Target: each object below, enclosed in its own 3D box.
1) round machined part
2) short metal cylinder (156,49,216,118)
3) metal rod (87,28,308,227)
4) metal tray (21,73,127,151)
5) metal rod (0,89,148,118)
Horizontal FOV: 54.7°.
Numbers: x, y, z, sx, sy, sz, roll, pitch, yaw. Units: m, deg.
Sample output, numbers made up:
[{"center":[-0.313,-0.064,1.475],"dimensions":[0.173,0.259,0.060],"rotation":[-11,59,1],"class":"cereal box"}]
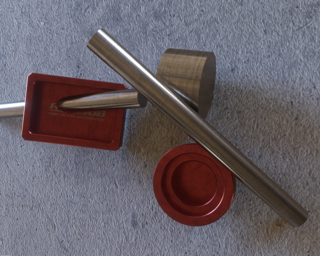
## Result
[{"center":[0.045,0.067,0.384],"dimensions":[0.098,0.042,0.097],"rotation":[0,90,20],"class":"round machined part"},{"center":[0.032,-0.052,0.368],"dimensions":[0.050,0.080,0.079],"rotation":[10,94,20],"class":"short metal cylinder"},{"center":[0.047,0.006,0.334],"dimensions":[0.300,0.025,0.025],"rotation":[41,104,-8],"class":"metal rod"},{"center":[-0.113,-0.022,0.422],"dimensions":[0.131,0.030,0.089],"rotation":[7,92,-1],"class":"metal tray"},{"center":[-0.155,-0.031,0.444],"dimensions":[0.300,0.025,0.025],"rotation":[-2,89,26],"class":"metal rod"}]
